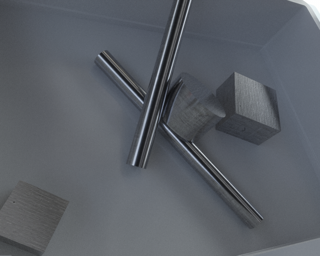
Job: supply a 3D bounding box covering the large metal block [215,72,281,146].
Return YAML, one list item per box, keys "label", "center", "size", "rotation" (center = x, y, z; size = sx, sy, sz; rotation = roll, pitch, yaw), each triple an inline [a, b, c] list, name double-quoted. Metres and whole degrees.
- label: "large metal block"
  center: [0.135, -0.029, 0.483]
  size: [0.080, 0.050, 0.080]
  rotation: [20, 54, -17]

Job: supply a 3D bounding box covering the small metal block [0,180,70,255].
- label: "small metal block"
  center: [-0.121, 0.084, 0.289]
  size: [0.050, 0.025, 0.050]
  rotation: [28, 52, -11]

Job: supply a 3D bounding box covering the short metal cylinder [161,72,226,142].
- label: "short metal cylinder"
  center: [0.040, -0.028, 0.410]
  size: [0.080, 0.050, 0.080]
  rotation: [36, 26, -20]

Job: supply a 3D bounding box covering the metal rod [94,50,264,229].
- label: "metal rod"
  center: [0.022, 0.012, 0.411]
  size: [0.300, 0.025, 0.025]
  rotation: [47, 51, 4]

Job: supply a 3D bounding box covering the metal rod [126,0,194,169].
- label: "metal rod"
  center: [0.011, -0.096, 0.392]
  size: [0.025, 0.025, 0.299]
  rotation: [19, 80, -18]
